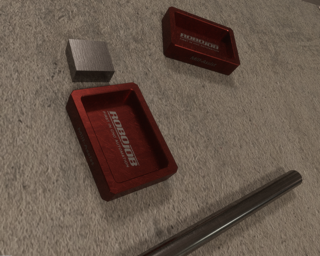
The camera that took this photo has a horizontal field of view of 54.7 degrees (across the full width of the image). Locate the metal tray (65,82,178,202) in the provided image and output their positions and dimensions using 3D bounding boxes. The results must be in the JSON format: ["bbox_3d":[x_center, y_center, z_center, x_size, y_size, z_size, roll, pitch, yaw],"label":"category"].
[{"bbox_3d":[-0.046,0.011,0.370,0.091,0.030,0.130,-14,69,-34],"label":"metal tray"}]

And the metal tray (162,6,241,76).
[{"bbox_3d":[0.070,-0.148,0.530,0.131,0.030,0.090,11,57,-23],"label":"metal tray"}]

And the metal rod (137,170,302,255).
[{"bbox_3d":[0.085,0.110,0.384,0.303,0.025,0.025,-16,70,-35],"label":"metal rod"}]

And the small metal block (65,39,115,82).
[{"bbox_3d":[-0.093,-0.088,0.409,0.050,0.025,0.050,-5,64,-31],"label":"small metal block"}]
